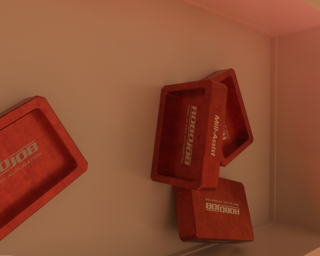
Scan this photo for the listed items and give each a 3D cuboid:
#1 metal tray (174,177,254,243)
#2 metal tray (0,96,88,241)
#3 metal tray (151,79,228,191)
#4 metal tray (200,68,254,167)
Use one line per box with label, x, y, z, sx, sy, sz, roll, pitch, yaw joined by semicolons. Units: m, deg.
metal tray;0.080;0.117;0.448;0.131;0.030;0.090;19;54;-38
metal tray;-0.143;0.040;0.283;0.131;0.030;0.090;-41;115;-32
metal tray;0.035;0.008;0.393;0.030;0.090;0.129;12;83;-40
metal tray;0.095;-0.017;0.482;0.091;0.030;0.129;-32;110;-35
